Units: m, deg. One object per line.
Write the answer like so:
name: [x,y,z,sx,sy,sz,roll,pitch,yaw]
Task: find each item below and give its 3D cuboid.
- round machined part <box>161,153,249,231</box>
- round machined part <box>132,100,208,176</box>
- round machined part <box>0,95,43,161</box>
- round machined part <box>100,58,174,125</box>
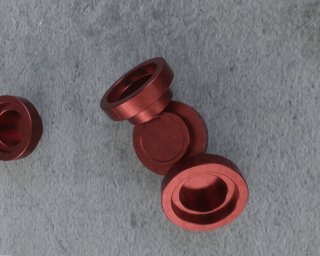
round machined part: [0.050,0.071,0.366,0.099,0.042,0.097,-2,117,-3]
round machined part: [0.009,0.013,0.396,0.098,0.042,0.097,0,90,19]
round machined part: [-0.222,0.000,0.476,0.098,0.042,0.097,0,90,19]
round machined part: [-0.023,-0.042,0.388,0.098,0.098,0.042,-29,118,17]
